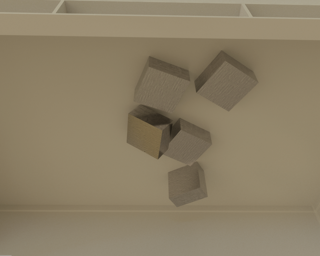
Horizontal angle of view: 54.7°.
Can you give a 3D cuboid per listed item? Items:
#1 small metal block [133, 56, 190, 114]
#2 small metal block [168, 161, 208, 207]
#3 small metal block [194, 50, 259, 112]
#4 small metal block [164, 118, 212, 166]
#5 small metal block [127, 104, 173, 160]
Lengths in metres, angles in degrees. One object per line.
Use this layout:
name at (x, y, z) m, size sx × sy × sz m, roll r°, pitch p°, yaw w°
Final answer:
small metal block at (0.001, -0.050, 0.367) m, size 0.050 × 0.025 × 0.050 m, roll 17°, pitch 128°, yaw -15°
small metal block at (0.041, 0.084, 0.465) m, size 0.050 × 0.050 × 0.025 m, roll -24°, pitch 126°, yaw 18°
small metal block at (0.077, -0.054, 0.364) m, size 0.050 × 0.025 × 0.050 m, roll 27°, pitch 125°, yaw -22°
small metal block at (0.035, 0.020, 0.427) m, size 0.050 × 0.025 × 0.050 m, roll 25°, pitch 126°, yaw -20°
small metal block at (-0.014, 0.005, 0.398) m, size 0.050 × 0.025 × 0.050 m, roll 27°, pitch 133°, yaw 20°
